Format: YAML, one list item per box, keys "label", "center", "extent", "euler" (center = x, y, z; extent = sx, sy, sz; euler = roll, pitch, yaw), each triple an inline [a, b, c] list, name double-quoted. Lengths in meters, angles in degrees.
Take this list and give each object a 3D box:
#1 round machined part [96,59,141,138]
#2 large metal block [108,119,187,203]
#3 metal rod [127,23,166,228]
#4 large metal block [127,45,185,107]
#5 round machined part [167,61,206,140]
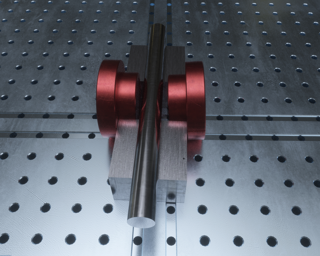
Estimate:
- label: "round machined part"
  center: [-0.048, -0.036, 0.389]
  extent: [0.042, 0.097, 0.098]
  euler: [1, 50, 1]
- label: "large metal block"
  center: [-0.011, 0.037, 0.360]
  extent: [0.080, 0.050, 0.080]
  euler: [2, 50, 2]
- label: "metal rod"
  center: [-0.010, -0.031, 0.369]
  extent: [0.025, 0.025, 0.300]
  euler: [2, 50, 2]
- label: "large metal block"
  center: [-0.005, -0.076, 0.455]
  extent: [0.080, 0.050, 0.080]
  euler: [2, 50, 1]
- label: "round machined part"
  center: [0.033, -0.033, 0.388]
  extent: [0.042, 0.098, 0.098]
  euler: [-2, 50, 5]
